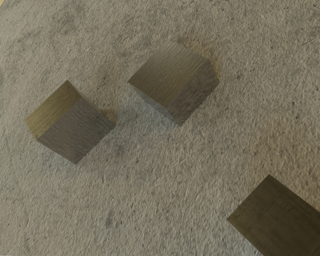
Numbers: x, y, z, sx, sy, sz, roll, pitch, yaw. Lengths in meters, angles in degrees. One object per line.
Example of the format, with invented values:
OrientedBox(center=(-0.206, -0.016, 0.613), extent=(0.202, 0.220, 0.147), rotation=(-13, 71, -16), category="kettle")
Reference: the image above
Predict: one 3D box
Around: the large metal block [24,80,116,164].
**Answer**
OrientedBox(center=(-0.125, -0.007, 0.438), extent=(0.080, 0.080, 0.050), rotation=(-44, 51, -2), category="large metal block")

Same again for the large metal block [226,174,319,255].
OrientedBox(center=(0.110, 0.094, 0.253), extent=(0.050, 0.080, 0.080), rotation=(-46, 51, -3), category="large metal block")

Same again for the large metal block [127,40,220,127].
OrientedBox(center=(0.018, -0.061, 0.416), extent=(0.080, 0.050, 0.080), rotation=(-48, 51, -6), category="large metal block")
